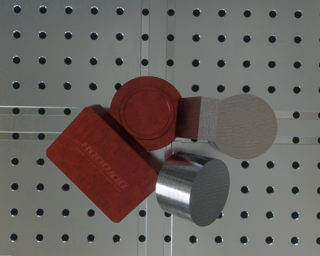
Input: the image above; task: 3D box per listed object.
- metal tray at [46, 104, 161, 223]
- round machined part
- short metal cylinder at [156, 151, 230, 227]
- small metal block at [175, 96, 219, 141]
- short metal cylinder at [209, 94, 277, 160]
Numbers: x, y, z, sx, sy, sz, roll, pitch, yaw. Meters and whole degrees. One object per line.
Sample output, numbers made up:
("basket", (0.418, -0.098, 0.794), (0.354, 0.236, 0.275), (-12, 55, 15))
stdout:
("metal tray", (-0.068, 0.045, 0.395), (0.130, 0.030, 0.090), (45, 105, -1))
("round machined part", (-0.016, -0.019, 0.400), (0.099, 0.042, 0.097), (0, 90, 0))
("short metal cylinder", (0.041, 0.072, 0.376), (0.050, 0.081, 0.080), (10, 90, 43))
("small metal block", (0.044, -0.011, 0.379), (0.025, 0.050, 0.050), (6, 89, -28))
("short metal cylinder", (0.102, -0.002, 0.398), (0.081, 0.050, 0.079), (0, 90, 0))
